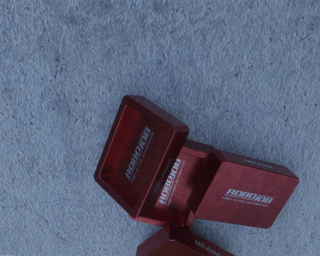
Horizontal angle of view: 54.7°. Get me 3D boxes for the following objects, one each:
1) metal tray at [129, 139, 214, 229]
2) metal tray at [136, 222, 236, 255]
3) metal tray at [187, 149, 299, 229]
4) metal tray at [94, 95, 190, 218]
[{"bbox_3d":[0.017,0.078,0.435,0.091,0.030,0.129,15,109,-6],"label":"metal tray"},{"bbox_3d":[0.040,0.199,0.462,0.130,0.030,0.090,34,121,-18],"label":"metal tray"},{"bbox_3d":[0.113,0.086,0.420,0.131,0.030,0.089,15,110,-23],"label":"metal tray"},{"bbox_3d":[-0.028,0.034,0.391,0.090,0.030,0.129,35,112,32],"label":"metal tray"}]
